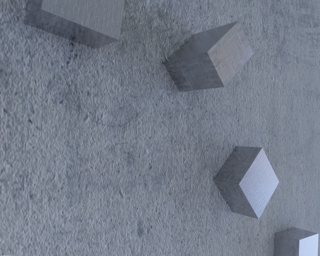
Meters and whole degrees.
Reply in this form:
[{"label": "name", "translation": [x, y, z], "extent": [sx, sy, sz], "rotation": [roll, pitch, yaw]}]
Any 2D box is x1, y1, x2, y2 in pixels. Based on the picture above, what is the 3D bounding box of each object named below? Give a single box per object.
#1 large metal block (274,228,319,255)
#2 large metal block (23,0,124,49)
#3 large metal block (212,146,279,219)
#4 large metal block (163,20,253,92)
[{"label": "large metal block", "translation": [0.270, 0.249, 0.615], "extent": [0.081, 0.050, 0.080], "rotation": [5, 87, -40]}, {"label": "large metal block", "translation": [-0.084, -0.137, 0.318], "extent": [0.081, 0.050, 0.080], "rotation": [12, 83, -39]}, {"label": "large metal block", "translation": [0.143, 0.087, 0.508], "extent": [0.080, 0.050, 0.080], "rotation": [-48, 118, -29]}, {"label": "large metal block", "translation": [0.066, -0.096, 0.423], "extent": [0.080, 0.080, 0.050], "rotation": [-47, 118, -30]}]
